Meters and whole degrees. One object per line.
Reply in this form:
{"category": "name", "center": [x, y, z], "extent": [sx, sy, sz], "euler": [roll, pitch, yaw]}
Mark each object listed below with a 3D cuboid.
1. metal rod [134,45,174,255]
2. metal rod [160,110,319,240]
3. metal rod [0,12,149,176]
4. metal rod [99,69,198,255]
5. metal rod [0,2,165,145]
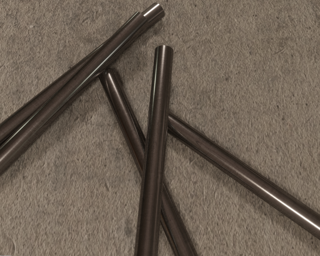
{"category": "metal rod", "center": [-0.006, 0.036, 0.367], "extent": [0.025, 0.025, 0.299], "euler": [5, 70, 1]}
{"category": "metal rod", "center": [0.116, 0.066, 0.385], "extent": [0.300, 0.025, 0.025], "euler": [35, 74, 11]}
{"category": "metal rod", "center": [-0.124, -0.043, 0.406], "extent": [0.025, 0.025, 0.300], "euler": [40, 80, 13]}
{"category": "metal rod", "center": [-0.013, 0.054, 0.388], "extent": [0.025, 0.025, 0.299], "euler": [-23, 72, -8]}
{"category": "metal rod", "center": [-0.108, -0.081, 0.436], "extent": [0.301, 0.025, 0.025], "euler": [-43, 76, -14]}
